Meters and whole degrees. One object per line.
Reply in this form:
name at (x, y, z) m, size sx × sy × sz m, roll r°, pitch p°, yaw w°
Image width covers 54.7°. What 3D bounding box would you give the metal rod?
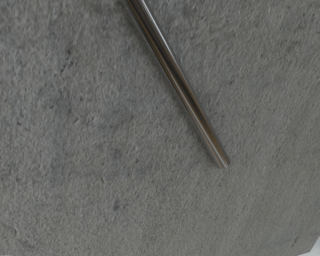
metal rod at (0.035, -0.039, 0.403) m, size 0.025 × 0.025 × 0.300 m, roll -38°, pitch 130°, yaw -3°
